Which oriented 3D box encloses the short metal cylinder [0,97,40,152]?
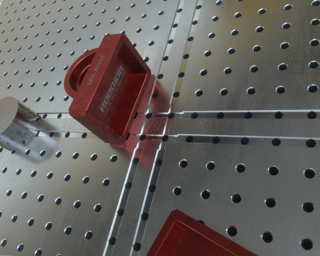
[{"bbox_3d":[-0.254,-0.006,0.526,0.080,0.050,0.080,-13,56,20],"label":"short metal cylinder"}]

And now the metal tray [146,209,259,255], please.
[{"bbox_3d":[0.046,0.147,0.289,0.130,0.030,0.090,22,73,35],"label":"metal tray"}]

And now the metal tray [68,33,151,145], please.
[{"bbox_3d":[-0.063,-0.053,0.430,0.030,0.090,0.130,6,64,30],"label":"metal tray"}]

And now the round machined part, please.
[{"bbox_3d":[-0.100,-0.078,0.496,0.098,0.042,0.098,-13,56,20],"label":"round machined part"}]
